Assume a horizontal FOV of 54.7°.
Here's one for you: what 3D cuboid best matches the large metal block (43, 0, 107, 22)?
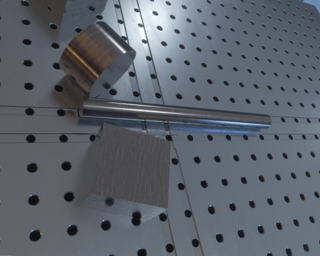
[{"bbox_3d":[-0.130,-0.211,0.451,0.080,0.050,0.081,49,51,6],"label":"large metal block"}]

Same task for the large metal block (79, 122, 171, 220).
[{"bbox_3d":[-0.037,0.050,0.343,0.081,0.050,0.080,17,55,-19],"label":"large metal block"}]

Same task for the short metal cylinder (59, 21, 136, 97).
[{"bbox_3d":[-0.076,-0.084,0.384,0.050,0.080,0.080,44,51,2],"label":"short metal cylinder"}]

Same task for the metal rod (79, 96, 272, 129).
[{"bbox_3d":[0.040,-0.018,0.442,0.303,0.025,0.025,3,60,-27],"label":"metal rod"}]
